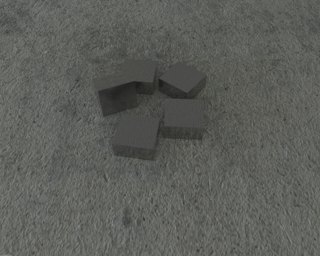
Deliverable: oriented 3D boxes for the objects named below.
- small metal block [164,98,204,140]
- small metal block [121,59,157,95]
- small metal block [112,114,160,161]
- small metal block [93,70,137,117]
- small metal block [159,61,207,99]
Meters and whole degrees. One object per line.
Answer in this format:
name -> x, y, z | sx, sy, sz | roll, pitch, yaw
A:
small metal block -> 0.032, -0.012, 0.414 | 0.050, 0.025, 0.050 | 3, 50, 2
small metal block -> -0.032, -0.078, 0.468 | 0.050, 0.025, 0.050 | 5, 50, 4
small metal block -> -0.028, 0.011, 0.393 | 0.050, 0.025, 0.050 | 7, 50, 6
small metal block -> -0.061, -0.047, 0.426 | 0.050, 0.050, 0.025 | -18, 53, -15
small metal block -> 0.034, -0.067, 0.460 | 0.050, 0.025, 0.050 | 31, 57, 23
